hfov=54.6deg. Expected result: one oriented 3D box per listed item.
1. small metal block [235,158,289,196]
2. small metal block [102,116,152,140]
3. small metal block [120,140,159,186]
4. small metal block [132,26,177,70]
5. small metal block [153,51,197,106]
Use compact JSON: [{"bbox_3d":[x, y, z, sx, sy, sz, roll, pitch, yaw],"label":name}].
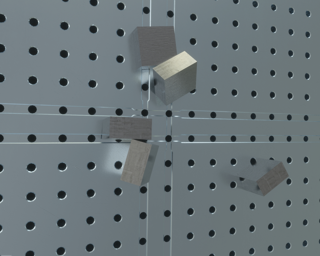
[{"bbox_3d":[0.148,0.070,0.454,0.050,0.050,0.025,-32,101,-17],"label":"small metal block"},{"bbox_3d":[-0.042,0.002,0.383,0.050,0.050,0.025,3,85,-20],"label":"small metal block"},{"bbox_3d":[-0.024,0.042,0.386,0.025,0.050,0.050,15,88,10],"label":"small metal block"},{"bbox_3d":[-0.007,-0.106,0.410,0.050,0.025,0.050,-8,93,-20],"label":"small metal block"},{"bbox_3d":[0.020,-0.064,0.404,0.050,0.050,0.025,-32,59,-17],"label":"small metal block"}]
